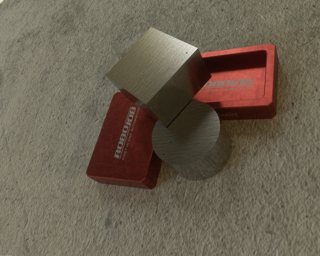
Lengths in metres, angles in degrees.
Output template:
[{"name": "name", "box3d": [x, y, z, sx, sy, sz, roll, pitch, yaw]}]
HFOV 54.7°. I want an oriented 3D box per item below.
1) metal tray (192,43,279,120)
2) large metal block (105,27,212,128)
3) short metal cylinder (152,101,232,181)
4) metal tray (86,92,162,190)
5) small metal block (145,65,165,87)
[{"name": "metal tray", "box3d": [0.079, -0.055, 0.394, 0.130, 0.030, 0.090, -1, 61, 27]}, {"name": "large metal block", "box3d": [-0.002, -0.061, 0.361, 0.080, 0.050, 0.080, -48, 51, -6]}, {"name": "short metal cylinder", "box3d": [0.038, 0.015, 0.360, 0.080, 0.050, 0.080, -13, 56, 21]}, {"name": "metal tray", "box3d": [-0.036, 0.012, 0.415, 0.090, 0.030, 0.130, 1, 62, 28]}, {"name": "small metal block", "box3d": [-0.006, -0.061, 0.430, 0.050, 0.050, 0.025, 1, 62, 28]}]
